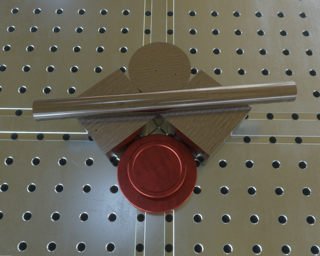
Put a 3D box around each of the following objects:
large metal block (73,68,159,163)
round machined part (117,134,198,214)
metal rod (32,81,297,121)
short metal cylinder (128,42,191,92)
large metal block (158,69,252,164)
[{"bbox_3d":[-0.058,-0.015,0.399,0.080,0.050,0.080,-38,76,-13],"label":"large metal block"},{"bbox_3d":[-0.003,0.053,0.379,0.099,0.042,0.098,0,70,0],"label":"round machined part"},{"bbox_3d":[0.007,-0.032,0.364,0.302,0.025,0.025,-5,70,-1],"label":"metal rod"},{"bbox_3d":[0.000,-0.068,0.419,0.081,0.050,0.080,0,70,0],"label":"short metal cylinder"},{"bbox_3d":[0.055,-0.013,0.397,0.080,0.050,0.080,40,76,13],"label":"large metal block"}]
